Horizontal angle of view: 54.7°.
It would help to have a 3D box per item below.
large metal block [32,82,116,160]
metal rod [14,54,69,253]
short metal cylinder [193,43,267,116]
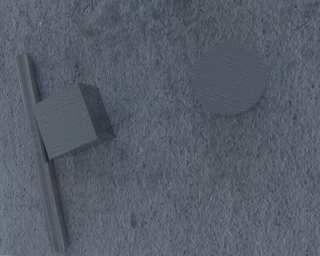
[{"bbox_3d":[-0.121,-0.009,0.437,0.080,0.050,0.080,-23,83,18],"label":"large metal block"},{"bbox_3d":[-0.181,0.035,0.470,0.025,0.025,0.298,-14,85,19],"label":"metal rod"},{"bbox_3d":[0.084,-0.054,0.366,0.080,0.050,0.079,0,90,19],"label":"short metal cylinder"}]
